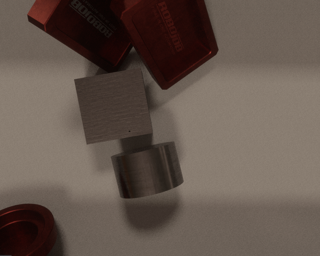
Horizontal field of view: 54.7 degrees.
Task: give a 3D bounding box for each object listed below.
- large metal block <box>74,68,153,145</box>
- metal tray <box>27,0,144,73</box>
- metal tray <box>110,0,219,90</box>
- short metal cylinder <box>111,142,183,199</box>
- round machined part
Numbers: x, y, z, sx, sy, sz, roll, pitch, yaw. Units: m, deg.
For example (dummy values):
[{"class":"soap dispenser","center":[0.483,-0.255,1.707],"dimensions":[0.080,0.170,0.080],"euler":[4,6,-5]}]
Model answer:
[{"class":"large metal block","center":[-0.056,-0.027,0.396],"dimensions":[0.080,0.050,0.079],"euler":[-10,93,-1]},{"class":"metal tray","center":[-0.073,-0.126,0.355],"dimensions":[0.030,0.130,0.090],"euler":[34,93,26]},{"class":"metal tray","center":[0.012,-0.114,0.363],"dimensions":[0.090,0.130,0.030],"euler":[-36,53,0]},{"class":"short metal cylinder","center":[-0.016,0.050,0.384],"dimensions":[0.080,0.080,0.050],"euler":[-13,90,0]},{"class":"round machined part","center":[-0.176,0.142,0.379],"dimensions":[0.099,0.098,0.042],"euler":[-4,118,-1]}]
